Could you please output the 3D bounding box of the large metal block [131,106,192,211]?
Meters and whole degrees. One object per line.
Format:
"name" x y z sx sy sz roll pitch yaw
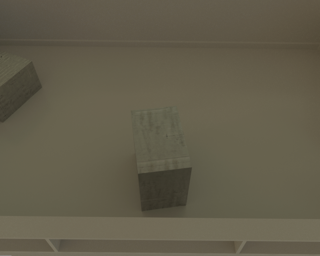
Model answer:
"large metal block" -0.001 0.034 0.341 0.050 0.080 0.080 -6 51 -6

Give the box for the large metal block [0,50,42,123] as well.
"large metal block" -0.233 -0.064 0.440 0.080 0.050 0.080 21 53 16
